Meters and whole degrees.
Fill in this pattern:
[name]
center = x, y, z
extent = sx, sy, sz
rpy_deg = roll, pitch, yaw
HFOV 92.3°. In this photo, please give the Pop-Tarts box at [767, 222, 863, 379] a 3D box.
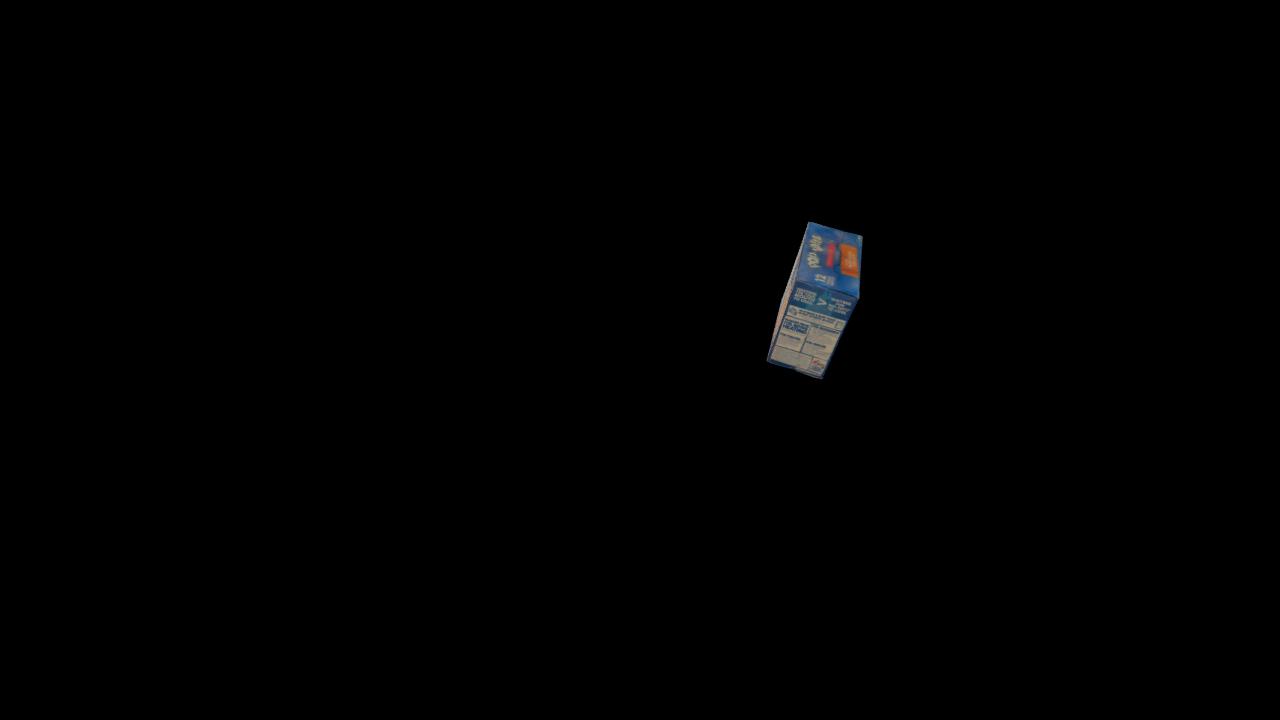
[Pop-Tarts box]
center = 0.244, -0.085, 0.853
extent = 0.083, 0.141, 0.167
rpy_deg = 16, 41, 8
